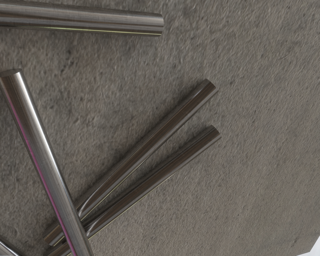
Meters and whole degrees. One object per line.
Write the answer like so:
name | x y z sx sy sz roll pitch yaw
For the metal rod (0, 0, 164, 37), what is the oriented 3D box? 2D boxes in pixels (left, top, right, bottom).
metal rod | -0.137 -0.100 0.270 0.303 0.025 0.025 -5 121 -26

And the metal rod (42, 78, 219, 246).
metal rod | -0.040 0.046 0.414 0.300 0.025 0.025 -43 130 1

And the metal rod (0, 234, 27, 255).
metal rod | -0.213 0.127 0.369 0.025 0.025 0.299 -31 129 -9

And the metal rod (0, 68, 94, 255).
metal rod | -0.120 0.077 0.365 0.025 0.025 0.298 -20 119 -17

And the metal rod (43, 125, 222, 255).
metal rod | -0.037 0.095 0.447 0.301 0.025 0.025 -37 130 -4
